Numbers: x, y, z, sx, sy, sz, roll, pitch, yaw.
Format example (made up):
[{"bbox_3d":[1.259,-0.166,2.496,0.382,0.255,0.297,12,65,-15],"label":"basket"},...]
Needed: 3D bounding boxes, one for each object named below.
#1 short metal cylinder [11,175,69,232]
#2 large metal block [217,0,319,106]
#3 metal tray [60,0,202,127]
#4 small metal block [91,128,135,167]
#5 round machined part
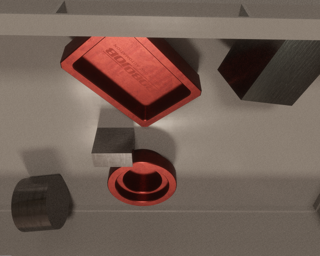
[{"bbox_3d":[-0.178,0.113,0.467,0.050,0.080,0.080,-6,130,5],"label":"short metal cylinder"},{"bbox_3d":[0.121,-0.071,0.316,0.081,0.050,0.079,2,134,-32],"label":"large metal block"},{"bbox_3d":[-0.027,-0.062,0.339,0.090,0.030,0.130,-30,131,28],"label":"metal tray"},{"bbox_3d":[-0.061,0.025,0.413,0.050,0.050,0.025,0,130,-1],"label":"small metal block"},{"bbox_3d":[-0.026,0.069,0.456,0.099,0.042,0.097,-1,130,0],"label":"round machined part"}]
